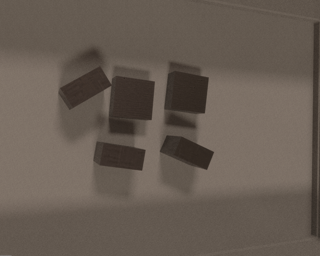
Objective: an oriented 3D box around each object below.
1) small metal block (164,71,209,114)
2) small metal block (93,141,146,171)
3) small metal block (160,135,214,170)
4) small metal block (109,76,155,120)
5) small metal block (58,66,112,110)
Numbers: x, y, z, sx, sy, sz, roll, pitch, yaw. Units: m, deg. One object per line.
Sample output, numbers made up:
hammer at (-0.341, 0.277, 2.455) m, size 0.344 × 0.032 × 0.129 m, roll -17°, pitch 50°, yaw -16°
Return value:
small metal block at (0.036, -0.047, 0.425) m, size 0.050 × 0.025 × 0.050 m, roll 7°, pitch 88°, yaw -20°
small metal block at (-0.051, 0.034, 0.379) m, size 0.050 × 0.050 × 0.025 m, roll 10°, pitch 87°, yaw -20°
small metal block at (0.035, 0.032, 0.411) m, size 0.050 × 0.050 × 0.025 m, roll 25°, pitch 82°, yaw -19°
small metal block at (-0.036, -0.037, 0.398) m, size 0.050 × 0.025 × 0.050 m, roll 5°, pitch 88°, yaw -20°
small metal block at (-0.089, -0.046, 0.365) m, size 0.050 × 0.050 × 0.025 m, roll -34°, pitch 101°, yaw -17°
